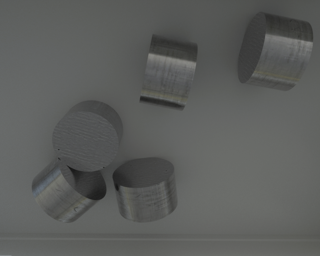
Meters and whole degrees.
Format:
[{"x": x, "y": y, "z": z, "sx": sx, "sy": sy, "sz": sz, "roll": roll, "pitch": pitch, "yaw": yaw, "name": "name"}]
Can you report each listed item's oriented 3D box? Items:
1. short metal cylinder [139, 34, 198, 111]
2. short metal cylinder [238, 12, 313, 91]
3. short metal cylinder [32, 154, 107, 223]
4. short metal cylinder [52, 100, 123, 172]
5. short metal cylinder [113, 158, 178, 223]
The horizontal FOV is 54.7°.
[{"x": 0.008, "y": -0.064, "z": 0.359, "sx": 0.050, "sy": 0.080, "sz": 0.079, "roll": 11, "pitch": 110, "yaw": -4, "name": "short metal cylinder"}, {"x": 0.127, "y": -0.086, "z": 0.352, "sx": 0.050, "sy": 0.080, "sz": 0.079, "roll": 10, "pitch": 110, "yaw": -4, "name": "short metal cylinder"}, {"x": -0.118, "y": 0.076, "z": 0.408, "sx": 0.050, "sy": 0.080, "sz": 0.080, "roll": -41, "pitch": 106, "yaw": 14, "name": "short metal cylinder"}, {"x": -0.091, "y": 0.009, "z": 0.400, "sx": 0.081, "sy": 0.050, "sz": 0.079, "roll": 0, "pitch": 110, "yaw": -1, "name": "short metal cylinder"}, {"x": -0.019, "y": 0.080, "z": 0.411, "sx": 0.080, "sy": 0.080, "sz": 0.050, "roll": -6, "pitch": 110, "yaw": 2, "name": "short metal cylinder"}]
